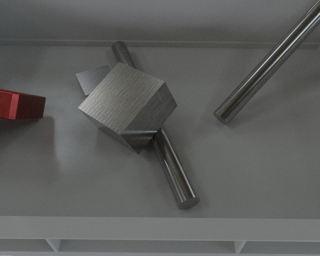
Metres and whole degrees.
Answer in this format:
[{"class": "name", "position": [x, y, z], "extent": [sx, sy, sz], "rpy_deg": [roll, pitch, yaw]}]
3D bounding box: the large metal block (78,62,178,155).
[{"class": "large metal block", "position": [-0.039, -0.026, 0.387], "extent": [0.080, 0.050, 0.080], "rpy_deg": [29, 74, 34]}]

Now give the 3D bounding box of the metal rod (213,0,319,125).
[{"class": "metal rod", "position": [0.184, -0.121, 0.429], "extent": [0.300, 0.025, 0.025], "rpy_deg": [-47, 62, -4]}]

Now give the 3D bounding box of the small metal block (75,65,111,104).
[{"class": "small metal block", "position": [-0.091, -0.062, 0.456], "extent": [0.050, 0.025, 0.050], "rpy_deg": [-20, 53, -17]}]

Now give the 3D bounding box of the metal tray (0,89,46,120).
[{"class": "metal tray", "position": [-0.223, -0.037, 0.383], "extent": [0.131, 0.090, 0.030], "rpy_deg": [10, 93, -1]}]

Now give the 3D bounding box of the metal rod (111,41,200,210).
[{"class": "metal rod", "position": [-0.018, -0.026, 0.426], "extent": [0.025, 0.025, 0.299], "rpy_deg": [-15, 52, -13]}]
